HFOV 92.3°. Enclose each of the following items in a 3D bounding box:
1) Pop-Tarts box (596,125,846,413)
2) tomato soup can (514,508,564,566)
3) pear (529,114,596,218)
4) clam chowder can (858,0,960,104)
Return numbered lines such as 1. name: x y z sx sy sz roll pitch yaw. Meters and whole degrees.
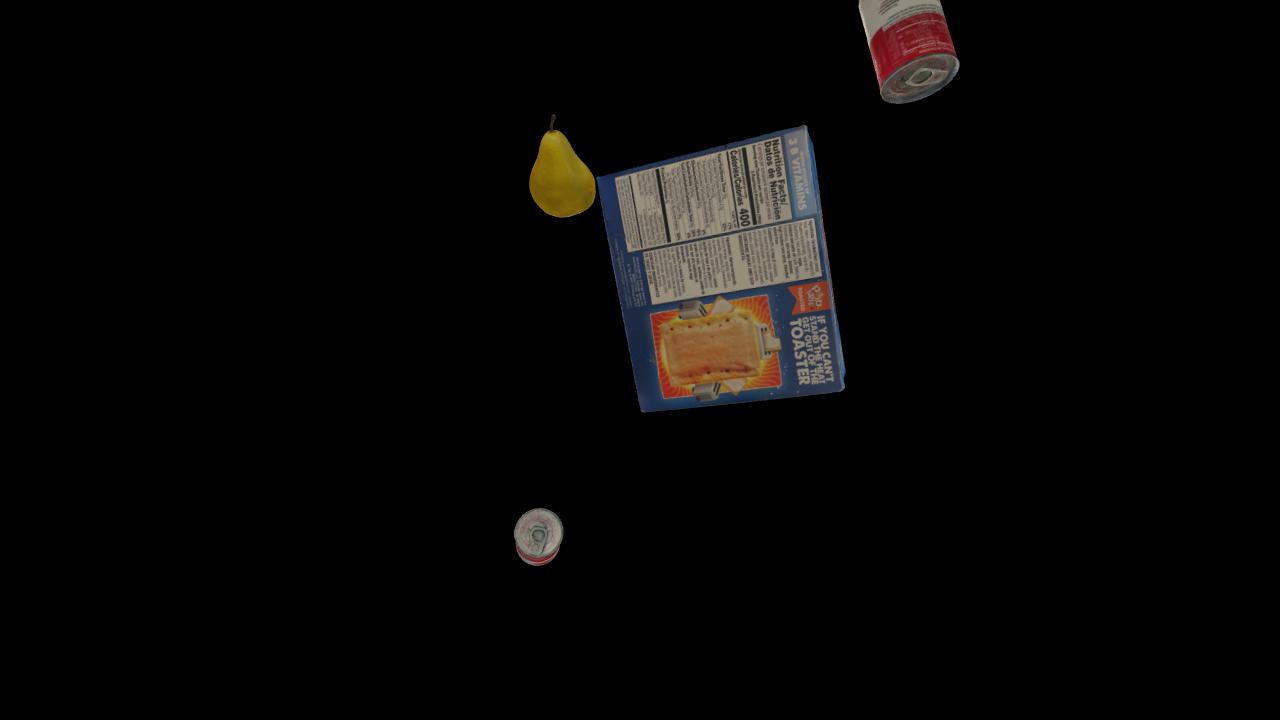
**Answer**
1. Pop-Tarts box: 0.061 -0.058 0.436 0.141 0.167 0.083 -8 9 20
2. tomato soup can: -0.147 0.257 0.889 0.068 0.068 0.101 0 -24 -10
3. pear: -0.095 -0.220 0.697 0.080 0.111 0.080 -12 31 7
4. clam chowder can: 0.247 -0.303 0.570 0.068 0.102 0.068 -8 -11 -2
